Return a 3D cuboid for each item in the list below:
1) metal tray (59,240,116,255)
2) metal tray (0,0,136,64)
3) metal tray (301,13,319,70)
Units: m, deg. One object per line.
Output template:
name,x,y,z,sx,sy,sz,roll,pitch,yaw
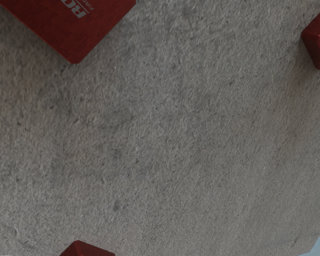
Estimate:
metal tray,-0.138,0.240,0.478,0.130,0.030,0.090,-45,130,3
metal tray,-0.095,-0.131,0.271,0.090,0.030,0.130,-46,130,3
metal tray,0.281,-0.156,0.463,0.130,0.030,0.090,-47,130,5
